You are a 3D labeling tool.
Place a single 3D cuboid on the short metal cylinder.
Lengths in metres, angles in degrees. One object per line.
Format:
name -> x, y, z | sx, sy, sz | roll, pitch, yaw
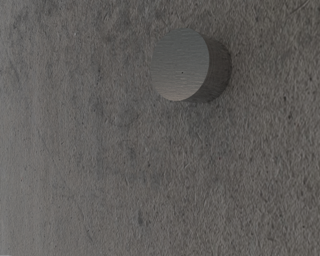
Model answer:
short metal cylinder -> 0.036, -0.070, 0.360 | 0.080, 0.050, 0.080 | 0, 90, 40
